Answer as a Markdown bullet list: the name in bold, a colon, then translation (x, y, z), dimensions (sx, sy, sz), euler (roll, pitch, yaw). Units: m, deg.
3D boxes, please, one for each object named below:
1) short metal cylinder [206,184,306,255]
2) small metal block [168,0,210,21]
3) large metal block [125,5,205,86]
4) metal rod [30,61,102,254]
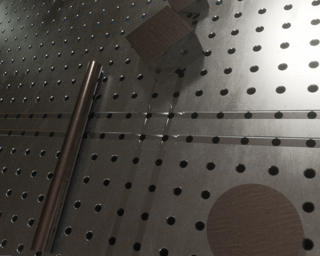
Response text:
- **short metal cylinder**: translation (0.089, 0.098, 0.285), dimensions (0.080, 0.050, 0.080), euler (-13, 57, 20)
- **small metal block**: translation (0.046, -0.207, 0.510), dimensions (0.050, 0.025, 0.050), euler (-31, 52, 7)
- **large metal block**: translation (0.007, -0.124, 0.464), dimensions (0.080, 0.050, 0.080), euler (-36, 51, 4)
- **metal rod**: translation (-0.131, 0.025, 0.459), dimensions (0.025, 0.025, 0.299), euler (-5, 59, 25)
